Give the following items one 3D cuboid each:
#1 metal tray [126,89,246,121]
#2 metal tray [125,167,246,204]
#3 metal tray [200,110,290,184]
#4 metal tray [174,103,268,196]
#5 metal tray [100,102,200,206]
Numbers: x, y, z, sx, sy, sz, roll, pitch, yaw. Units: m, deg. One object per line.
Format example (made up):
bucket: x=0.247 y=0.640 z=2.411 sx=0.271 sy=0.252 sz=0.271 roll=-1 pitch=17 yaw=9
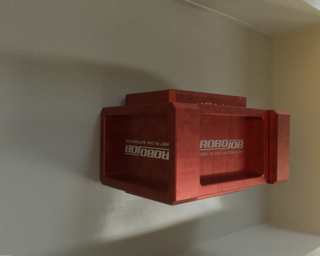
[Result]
metal tray: x=0.034 y=-0.025 z=0.389 sx=0.131 sy=0.090 sz=0.030 roll=0 pitch=91 yaw=-40
metal tray: x=0.033 y=0.064 z=0.388 sx=0.131 sy=0.090 sz=0.030 roll=0 pitch=90 yaw=-40
metal tray: x=0.109 y=0.022 z=0.426 sx=0.030 sy=0.130 sz=0.089 roll=1 pitch=90 yaw=-40
metal tray: x=0.072 y=0.022 z=0.344 sx=0.131 sy=0.030 sz=0.089 roll=1 pitch=89 yaw=-40
metal tray: x=-0.017 y=0.022 z=0.322 sx=0.030 sy=0.130 sz=0.089 roll=1 pitch=90 yaw=-40
